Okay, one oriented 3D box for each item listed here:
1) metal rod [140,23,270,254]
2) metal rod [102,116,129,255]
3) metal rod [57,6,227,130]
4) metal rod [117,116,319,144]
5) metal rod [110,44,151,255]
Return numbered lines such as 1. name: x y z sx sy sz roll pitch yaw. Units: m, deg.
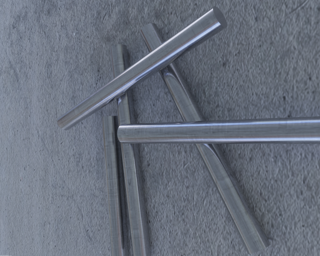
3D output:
1. metal rod: 0.044 -0.004 0.368 0.025 0.025 0.299 -38 67 33
2. metal rod: -0.063 0.132 0.457 0.025 0.025 0.298 -8 85 40
3. metal rod: -0.046 -0.061 0.408 0.299 0.025 0.025 -26 74 37
4. metal rod: 0.081 0.004 0.313 0.300 0.025 0.025 -2 89 32
5. metal rod: -0.043 0.029 0.440 0.025 0.025 0.298 -12 82 39
